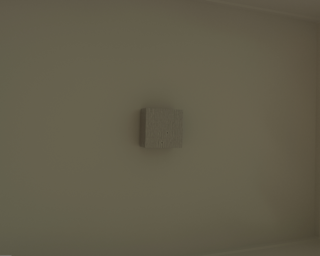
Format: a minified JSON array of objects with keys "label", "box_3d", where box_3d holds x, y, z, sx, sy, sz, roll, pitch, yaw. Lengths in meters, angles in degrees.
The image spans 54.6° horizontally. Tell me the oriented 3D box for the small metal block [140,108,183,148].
[{"label":"small metal block","box_3d":[0.002,0.000,0.407,0.050,0.025,0.050,2,90,-20]}]
